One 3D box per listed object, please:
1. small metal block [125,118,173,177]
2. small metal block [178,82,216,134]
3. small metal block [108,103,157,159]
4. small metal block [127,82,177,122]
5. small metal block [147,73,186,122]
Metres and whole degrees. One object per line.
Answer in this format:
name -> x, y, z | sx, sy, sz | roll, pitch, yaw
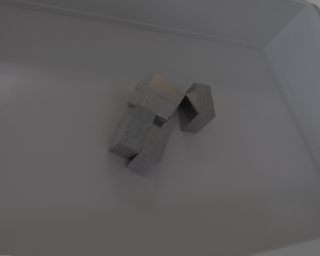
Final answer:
small metal block -> -0.013, 0.024, 0.368 | 0.025, 0.050, 0.050 | 29, 52, -10
small metal block -> 0.049, -0.027, 0.432 | 0.025, 0.050, 0.050 | 10, 58, -24
small metal block -> -0.033, 0.005, 0.361 | 0.025, 0.050, 0.050 | 29, 67, -14
small metal block -> -0.011, -0.029, 0.379 | 0.050, 0.050, 0.025 | 24, 84, -4
small metal block -> 0.000, -0.040, 0.430 | 0.050, 0.025, 0.050 | 36, 51, -4
